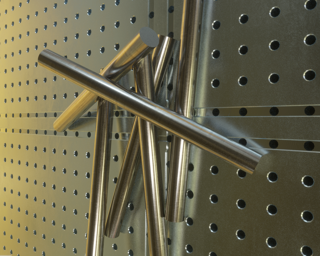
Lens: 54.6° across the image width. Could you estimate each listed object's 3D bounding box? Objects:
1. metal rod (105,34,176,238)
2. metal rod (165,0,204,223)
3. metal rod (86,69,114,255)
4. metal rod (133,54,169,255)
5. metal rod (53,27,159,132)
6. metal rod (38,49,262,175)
[{"bbox_3d":[-0.032,0.021,0.437,0.025,0.025,0.298,27,107,37],"label":"metal rod"},{"bbox_3d":[0.031,-0.033,0.384,0.025,0.025,0.298,8,95,40],"label":"metal rod"},{"bbox_3d":[-0.088,0.060,0.463,0.025,0.025,0.299,-1,83,40],"label":"metal rod"},{"bbox_3d":[-0.010,0.056,0.400,0.025,0.025,0.298,-2,94,40],"label":"metal rod"},{"bbox_3d":[-0.096,-0.051,0.448,0.299,0.025,0.025,-29,72,50],"label":"metal rod"},{"bbox_3d":[-0.025,-0.027,0.370,0.300,0.025,0.025,27,108,17],"label":"metal rod"}]
